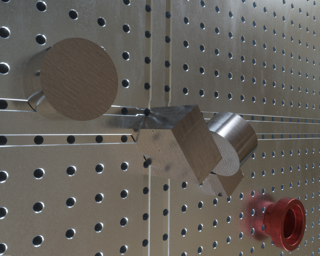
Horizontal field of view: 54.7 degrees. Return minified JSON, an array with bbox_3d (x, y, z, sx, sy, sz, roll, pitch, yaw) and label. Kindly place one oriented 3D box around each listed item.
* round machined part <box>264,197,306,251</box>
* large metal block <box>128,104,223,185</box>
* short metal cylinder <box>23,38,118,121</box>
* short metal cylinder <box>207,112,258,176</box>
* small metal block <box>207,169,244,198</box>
[{"bbox_3d":[0.238,0.182,0.598,0.099,0.042,0.097,0,90,-40],"label":"round machined part"},{"bbox_3d":[0.019,0.019,0.390,0.050,0.080,0.080,-43,116,-32],"label":"large metal block"},{"bbox_3d":[-0.091,-0.047,0.317,0.081,0.050,0.079,0,90,-40],"label":"short metal cylinder"},{"bbox_3d":[0.093,0.023,0.452,0.050,0.080,0.080,-39,114,-33],"label":"short metal cylinder"},{"bbox_3d":[0.104,0.075,0.496,0.050,0.025,0.050,-44,117,-31],"label":"small metal block"}]
